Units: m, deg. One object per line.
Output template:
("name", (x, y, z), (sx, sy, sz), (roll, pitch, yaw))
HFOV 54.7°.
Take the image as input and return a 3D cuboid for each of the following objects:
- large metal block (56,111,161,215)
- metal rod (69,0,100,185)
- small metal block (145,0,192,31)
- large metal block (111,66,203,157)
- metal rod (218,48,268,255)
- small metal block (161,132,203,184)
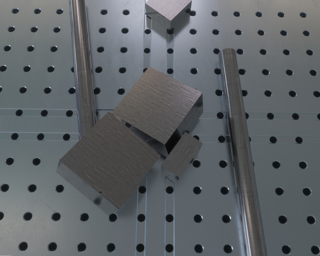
("large metal block", (-0.060, 0.042, 0.363), (0.080, 0.050, 0.080), (41, 59, -2))
("metal rod", (-0.107, -0.065, 0.434), (0.025, 0.025, 0.299), (-8, 70, -3))
("small metal block", (0.013, -0.187, 0.480), (0.050, 0.025, 0.050), (39, 74, 13))
("large metal block", (-0.001, -0.020, 0.399), (0.080, 0.050, 0.080), (30, 72, 21))
("metal rod", (0.105, 0.031, 0.400), (0.025, 0.025, 0.299), (-3, 70, -1))
("small metal block", (0.026, 0.039, 0.384), (0.025, 0.050, 0.050), (34, 74, 11))
